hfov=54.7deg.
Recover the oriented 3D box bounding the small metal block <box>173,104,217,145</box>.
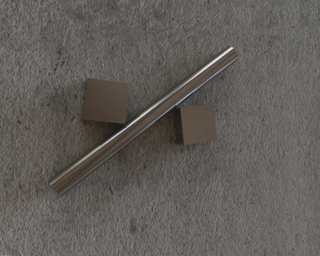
[{"bbox_3d":[0.048,-0.005,0.428,0.050,0.025,0.050,-7,93,-20],"label":"small metal block"}]

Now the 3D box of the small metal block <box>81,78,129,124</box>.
[{"bbox_3d":[-0.068,-0.032,0.384,0.050,0.025,0.050,6,88,-20],"label":"small metal block"}]

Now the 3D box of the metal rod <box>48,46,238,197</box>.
[{"bbox_3d":[-0.010,-0.018,0.406,0.301,0.025,0.025,-38,103,-16],"label":"metal rod"}]
